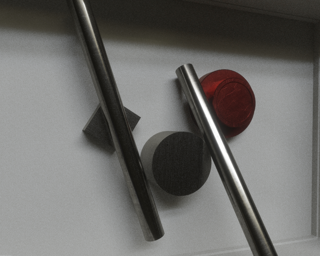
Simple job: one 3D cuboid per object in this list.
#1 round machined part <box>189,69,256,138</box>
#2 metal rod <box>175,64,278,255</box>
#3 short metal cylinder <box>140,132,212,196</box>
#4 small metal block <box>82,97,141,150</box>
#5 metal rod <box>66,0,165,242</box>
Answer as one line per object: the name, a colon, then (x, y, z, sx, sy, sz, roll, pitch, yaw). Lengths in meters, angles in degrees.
round machined part: (0.095, -0.035, 0.438, 0.099, 0.042, 0.097, 0, 90, -21)
metal rod: (0.084, 0.054, 0.376, 0.025, 0.025, 0.299, -15, 72, -20)
short metal cylinder: (0.020, 0.044, 0.406, 0.081, 0.050, 0.079, 0, 90, -20)
small metal block: (-0.061, -0.005, 0.389, 0.050, 0.025, 0.050, 34, 79, -17)
metal rod: (-0.050, -0.008, 0.366, 0.025, 0.025, 0.298, -20, 97, -19)
